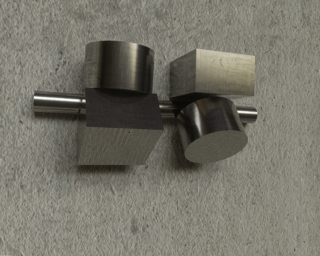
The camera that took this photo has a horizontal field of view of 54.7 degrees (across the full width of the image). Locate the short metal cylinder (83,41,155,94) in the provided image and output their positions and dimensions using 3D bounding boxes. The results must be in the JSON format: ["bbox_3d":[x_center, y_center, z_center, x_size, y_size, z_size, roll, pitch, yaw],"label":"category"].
[{"bbox_3d":[-0.048,-0.066,0.363,0.081,0.080,0.050,4,89,-20],"label":"short metal cylinder"}]

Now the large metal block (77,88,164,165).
[{"bbox_3d":[-0.050,0.002,0.356,0.081,0.080,0.050,3,55,-21],"label":"large metal block"}]

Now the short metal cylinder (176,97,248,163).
[{"bbox_3d":[0.066,0.004,0.399,0.081,0.080,0.050,2,55,-20],"label":"short metal cylinder"}]

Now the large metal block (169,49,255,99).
[{"bbox_3d":[0.065,-0.065,0.405,0.081,0.080,0.050,1,90,-20],"label":"large metal block"}]

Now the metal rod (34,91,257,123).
[{"bbox_3d":[-0.004,-0.025,0.411,0.302,0.025,0.025,2,89,-20],"label":"metal rod"}]
